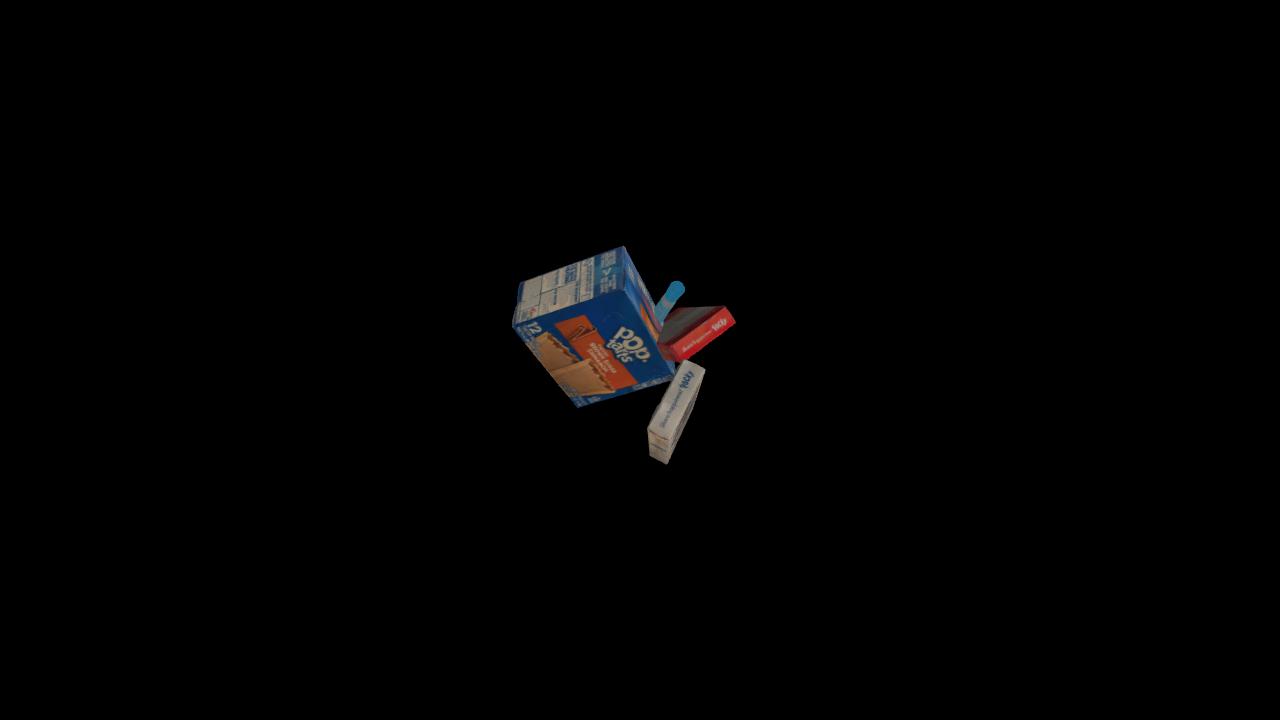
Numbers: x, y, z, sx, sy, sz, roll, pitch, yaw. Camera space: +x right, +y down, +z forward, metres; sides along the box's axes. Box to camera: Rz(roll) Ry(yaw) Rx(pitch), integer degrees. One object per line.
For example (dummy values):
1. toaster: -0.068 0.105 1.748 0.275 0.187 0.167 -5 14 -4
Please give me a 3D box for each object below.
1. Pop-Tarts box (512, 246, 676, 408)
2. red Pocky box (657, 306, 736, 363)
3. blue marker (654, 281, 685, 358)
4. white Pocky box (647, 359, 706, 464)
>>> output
1. Pop-Tarts box: -0.050 -0.034 0.751 0.141 0.083 0.167 -17 -43 14
2. red Pocky box: 0.049 -0.033 0.756 0.083 0.028 0.155 -35 13 -12
3. blue marker: 0.028 -0.063 0.752 0.020 0.020 0.121 0 -22 -17
4. white Pocky box: 0.037 0.060 0.666 0.028 0.084 0.154 25 -16 9
